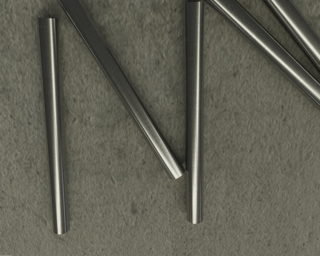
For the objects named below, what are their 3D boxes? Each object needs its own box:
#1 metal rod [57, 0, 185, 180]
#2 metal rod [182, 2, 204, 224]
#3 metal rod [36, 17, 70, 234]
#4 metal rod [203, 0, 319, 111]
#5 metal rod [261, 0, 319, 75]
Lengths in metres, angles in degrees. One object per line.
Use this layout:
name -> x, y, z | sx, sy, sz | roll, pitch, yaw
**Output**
metal rod -> -0.050, -0.058, 0.387 | 0.025, 0.025, 0.299 | -28, 108, 9
metal rod -> 0.045, -0.005, 0.408 | 0.025, 0.025, 0.298 | -3, 110, 0
metal rod -> -0.139, 0.011, 0.411 | 0.025, 0.025, 0.298 | 3, 110, -2
metal rod -> 0.122, -0.105, 0.372 | 0.301, 0.025, 0.025 | 38, 105, -13
metal rod -> 0.177, -0.106, 0.373 | 0.025, 0.025, 0.300 | -43, 105, 14
